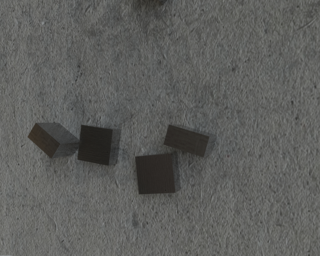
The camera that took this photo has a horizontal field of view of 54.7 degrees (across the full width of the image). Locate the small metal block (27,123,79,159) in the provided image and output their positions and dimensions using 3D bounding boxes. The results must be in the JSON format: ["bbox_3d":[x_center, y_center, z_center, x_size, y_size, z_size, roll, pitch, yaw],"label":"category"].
[{"bbox_3d":[-0.152,0.017,0.449,0.050,0.050,0.025,37,102,16],"label":"small metal block"}]

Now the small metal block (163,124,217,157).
[{"bbox_3d":[0.039,0.014,0.382,0.050,0.050,0.025,17,96,19],"label":"small metal block"}]

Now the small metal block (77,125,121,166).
[{"bbox_3d":[-0.086,0.023,0.439,0.050,0.025,0.050,8,93,19],"label":"small metal block"}]

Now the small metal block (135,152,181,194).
[{"bbox_3d":[-0.002,0.059,0.410,0.050,0.025,0.050,-7,88,19],"label":"small metal block"}]

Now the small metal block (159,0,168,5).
[{"bbox_3d":[-0.011,-0.194,0.399,0.025,0.050,0.050,-42,77,15],"label":"small metal block"}]
